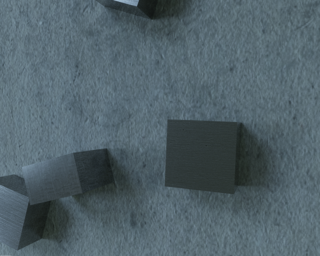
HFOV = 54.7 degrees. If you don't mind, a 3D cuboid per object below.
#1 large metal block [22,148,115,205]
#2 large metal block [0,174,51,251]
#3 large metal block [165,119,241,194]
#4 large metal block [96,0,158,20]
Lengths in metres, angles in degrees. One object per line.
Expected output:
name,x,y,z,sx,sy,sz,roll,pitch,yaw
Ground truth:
large metal block,-0.121,0.064,0.421,0.080,0.080,0.050,-16,85,19
large metal block,-0.220,0.125,0.471,0.080,0.050,0.079,17,96,19
large metal block,0.054,0.031,0.376,0.080,0.050,0.079,3,91,19
large metal block,-0.042,-0.200,0.409,0.080,0.050,0.080,22,97,18
